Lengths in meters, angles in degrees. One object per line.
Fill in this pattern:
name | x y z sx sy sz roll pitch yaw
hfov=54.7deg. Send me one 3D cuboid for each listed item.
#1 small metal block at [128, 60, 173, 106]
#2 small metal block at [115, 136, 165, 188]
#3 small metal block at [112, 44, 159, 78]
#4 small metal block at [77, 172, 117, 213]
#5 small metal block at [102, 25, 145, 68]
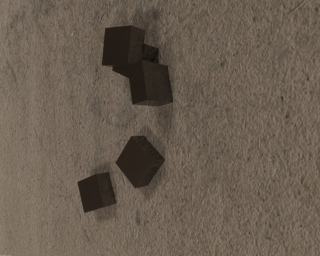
small metal block | -0.012 -0.056 0.396 0.025 0.050 0.050 -13 82 39
small metal block | -0.028 0.046 0.426 0.050 0.025 0.050 46 117 29
small metal block | -0.035 -0.095 0.432 0.050 0.025 0.050 29 108 36
small metal block | -0.099 0.101 0.484 0.050 0.025 0.050 -26 74 36
small metal block | -0.049 -0.106 0.411 0.050 0.025 0.050 10 96 39
